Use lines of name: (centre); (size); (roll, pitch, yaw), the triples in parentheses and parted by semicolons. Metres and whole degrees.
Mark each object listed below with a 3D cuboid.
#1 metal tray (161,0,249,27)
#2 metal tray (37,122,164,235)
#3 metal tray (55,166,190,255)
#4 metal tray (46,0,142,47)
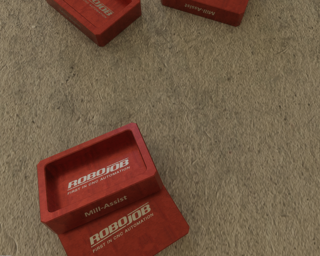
metal tray: (0.076, -0.220, 0.486); (0.131, 0.030, 0.090); (19, 71, 6)
metal tray: (-0.072, 0.054, 0.360); (0.131, 0.030, 0.090); (-23, 46, -4)
metal tray: (-0.043, 0.116, 0.363); (0.131, 0.030, 0.090); (-30, 73, -11)
metal tray: (-0.104, -0.196, 0.475); (0.130, 0.030, 0.090); (41, 75, 13)
